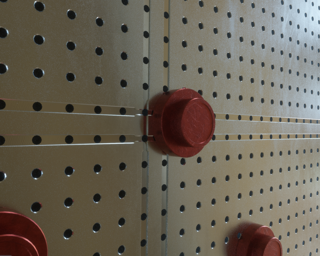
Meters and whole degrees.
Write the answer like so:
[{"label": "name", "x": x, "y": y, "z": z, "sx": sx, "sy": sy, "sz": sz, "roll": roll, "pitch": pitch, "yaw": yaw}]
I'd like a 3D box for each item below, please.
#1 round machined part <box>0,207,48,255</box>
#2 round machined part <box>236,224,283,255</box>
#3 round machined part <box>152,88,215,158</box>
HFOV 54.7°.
[{"label": "round machined part", "x": -0.148, "y": 0.124, "z": 0.275, "sx": 0.099, "sy": 0.042, "sz": 0.097, "roll": 0, "pitch": 90, "yaw": -40}, {"label": "round machined part", "x": 0.184, "y": 0.226, "z": 0.556, "sx": 0.099, "sy": 0.042, "sz": 0.097, "roll": 0, "pitch": 90, "yaw": -40}, {"label": "round machined part", "x": 0.040, "y": -0.007, "z": 0.434, "sx": 0.099, "sy": 0.042, "sz": 0.097, "roll": 0, "pitch": 90, "yaw": -40}]
